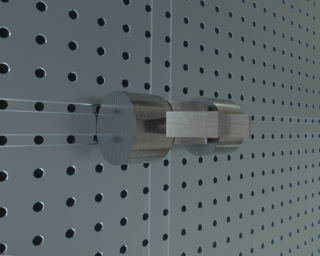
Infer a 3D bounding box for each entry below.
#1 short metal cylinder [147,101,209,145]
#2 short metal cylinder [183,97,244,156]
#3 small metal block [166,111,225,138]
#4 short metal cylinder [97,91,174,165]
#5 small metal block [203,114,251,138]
[{"bbox_3d":[0.021,-0.006,0.391,0.081,0.080,0.050,1,89,-40],"label":"short metal cylinder"},{"bbox_3d":[0.071,-0.002,0.432,0.050,0.080,0.080,1,90,-39],"label":"short metal cylinder"},{"bbox_3d":[0.038,-0.003,0.319,0.050,0.050,0.025,1,90,-72],"label":"small metal block"},{"bbox_3d":[-0.029,0.000,0.348,0.050,0.080,0.080,1,89,-40],"label":"short metal cylinder"},{"bbox_3d":[0.078,-0.002,0.359,0.050,0.050,0.025,1,90,-71],"label":"small metal block"}]
